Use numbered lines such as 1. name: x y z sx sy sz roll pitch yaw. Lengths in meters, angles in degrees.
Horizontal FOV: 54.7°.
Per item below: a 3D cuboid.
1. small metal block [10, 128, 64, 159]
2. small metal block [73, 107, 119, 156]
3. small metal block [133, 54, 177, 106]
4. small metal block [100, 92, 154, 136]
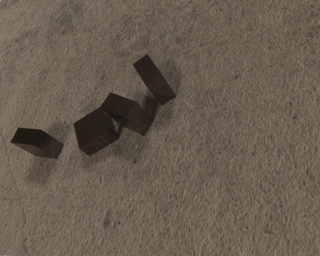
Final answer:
1. small metal block: -0.185 0.023 0.468 0.050 0.050 0.025 4 64 29
2. small metal block: -0.093 0.004 0.448 0.050 0.025 0.050 -31 52 8
3. small metal block: -0.007 -0.067 0.431 0.025 0.050 0.050 -35 52 5
4. small metal block: -0.044 -0.019 0.421 0.050 0.050 0.025 23 74 36
